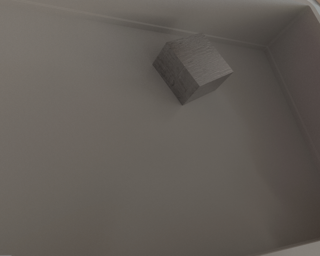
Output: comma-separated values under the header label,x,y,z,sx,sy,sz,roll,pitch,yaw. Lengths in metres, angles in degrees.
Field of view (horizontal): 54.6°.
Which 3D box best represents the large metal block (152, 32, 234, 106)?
label,x,y,z,sx,sy,sz,roll,pitch,yaw
large metal block,0.050,-0.091,0.471,0.081,0.050,0.080,-27,76,-37
